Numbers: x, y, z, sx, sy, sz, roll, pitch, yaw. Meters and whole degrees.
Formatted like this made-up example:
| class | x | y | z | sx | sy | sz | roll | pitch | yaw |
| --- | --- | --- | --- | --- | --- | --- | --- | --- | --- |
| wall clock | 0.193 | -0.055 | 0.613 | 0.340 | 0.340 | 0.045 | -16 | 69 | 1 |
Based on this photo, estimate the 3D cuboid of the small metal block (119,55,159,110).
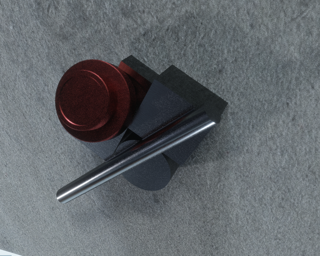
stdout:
| class | x | y | z | sx | sy | sz | roll | pitch | yaw |
| --- | --- | --- | --- | --- | --- | --- | --- | --- | --- |
| small metal block | -0.031 | -0.054 | 0.389 | 0.050 | 0.025 | 0.050 | 37 | 129 | 3 |

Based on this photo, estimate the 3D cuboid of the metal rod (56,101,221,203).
| class | x | y | z | sx | sy | sz | roll | pitch | yaw |
| --- | --- | --- | --- | --- | --- | --- | --- | --- | --- |
| metal rod | -0.050 | 0.045 | 0.396 | 0.299 | 0.025 | 0.025 | -31 | 101 | 38 |

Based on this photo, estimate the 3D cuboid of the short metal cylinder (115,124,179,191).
| class | x | y | z | sx | sy | sz | roll | pitch | yaw |
| --- | --- | --- | --- | --- | --- | --- | --- | --- | --- |
| short metal cylinder | -0.013 | 0.038 | 0.420 | 0.080 | 0.050 | 0.079 | 13 | 124 | 20 |

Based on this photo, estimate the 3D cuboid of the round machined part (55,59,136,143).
| class | x | y | z | sx | sy | sz | roll | pitch | yaw |
| --- | --- | --- | --- | --- | --- | --- | --- | --- | --- |
| round machined part | -0.081 | -0.031 | 0.362 | 0.098 | 0.042 | 0.097 | 1 | 93 | 17 |

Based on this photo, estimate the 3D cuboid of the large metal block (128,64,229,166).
| class | x | y | z | sx | sy | sz | roll | pitch | yaw |
| --- | --- | --- | --- | --- | --- | --- | --- | --- | --- |
| large metal block | 0.021 | -0.015 | 0.371 | 0.080 | 0.050 | 0.079 | 36 | 129 | 4 |

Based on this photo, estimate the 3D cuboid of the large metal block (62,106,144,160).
| class | x | y | z | sx | sy | sz | roll | pitch | yaw |
| --- | --- | --- | --- | --- | --- | --- | --- | --- | --- |
| large metal block | -0.076 | -0.014 | 0.421 | 0.080 | 0.050 | 0.079 | 36 | 129 | 3 |
